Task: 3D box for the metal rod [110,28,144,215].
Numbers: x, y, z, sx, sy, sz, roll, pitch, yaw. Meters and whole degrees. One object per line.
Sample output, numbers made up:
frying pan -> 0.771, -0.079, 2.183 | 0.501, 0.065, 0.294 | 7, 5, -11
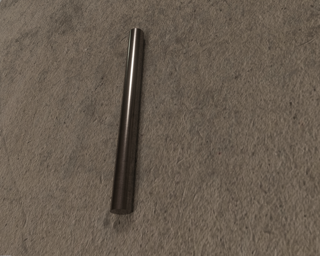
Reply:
metal rod -> -0.043, -0.029, 0.442 | 0.025, 0.025, 0.299 | -12, 57, 21
